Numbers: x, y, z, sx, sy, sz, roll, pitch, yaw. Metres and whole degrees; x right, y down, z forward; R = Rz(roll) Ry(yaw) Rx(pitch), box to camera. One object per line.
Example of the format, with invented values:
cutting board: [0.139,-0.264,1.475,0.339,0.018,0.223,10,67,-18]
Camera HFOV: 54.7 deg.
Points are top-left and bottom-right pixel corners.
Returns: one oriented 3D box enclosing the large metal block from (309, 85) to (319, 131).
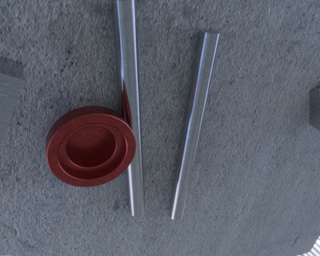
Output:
large metal block: [0.311,-0.042,0.538,0.080,0.050,0.080,-30,129,-10]

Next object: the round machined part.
round machined part: [-0.081,0.018,0.360,0.099,0.042,0.097,-11,123,-18]

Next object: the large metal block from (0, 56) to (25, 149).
large metal block: [-0.177,-0.028,0.276,0.081,0.050,0.080,16,110,-35]

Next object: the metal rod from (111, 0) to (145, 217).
metal rod: [-0.035,-0.003,0.386,0.025,0.025,0.298,-14,125,-21]

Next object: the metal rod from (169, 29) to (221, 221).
metal rod: [0.043,0.014,0.440,0.025,0.025,0.298,-7,122,-25]
